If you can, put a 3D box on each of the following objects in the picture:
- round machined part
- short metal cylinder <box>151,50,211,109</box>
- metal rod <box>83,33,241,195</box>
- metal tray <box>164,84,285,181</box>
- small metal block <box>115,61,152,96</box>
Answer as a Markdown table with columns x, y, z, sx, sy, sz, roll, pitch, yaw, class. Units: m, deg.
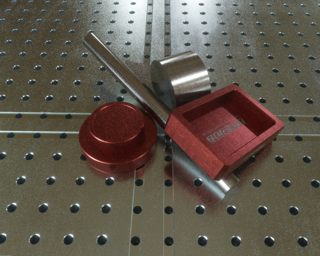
| x | y | z | sx | sy | sz | roll | pitch | yaw | class |
| --- | --- | --- | --- | --- | --- | --- | --- | --- | --- |
| -0.053 | 0.004 | 0.391 | 0.099 | 0.042 | 0.098 | 0 | 50 | 0 | round machined part |
| 0.026 | -0.060 | 0.422 | 0.050 | 0.080 | 0.080 | -20 | 53 | -16 | short metal cylinder |
| -0.011 | -0.033 | 0.413 | 0.025 | 0.025 | 0.300 | -33 | 65 | -24 | metal rod |
| 0.081 | -0.001 | 0.379 | 0.131 | 0.030 | 0.090 | -25 | 61 | -39 | metal tray |
| -0.034 | -0.073 | 0.469 | 0.050 | 0.025 | 0.050 | 10 | 51 | 8 | small metal block |
